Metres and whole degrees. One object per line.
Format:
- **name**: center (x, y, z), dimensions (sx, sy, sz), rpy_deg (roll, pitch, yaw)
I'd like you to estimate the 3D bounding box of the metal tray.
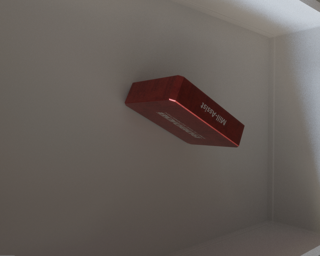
- **metal tray**: center (0.033, -0.016, 0.389), dimensions (0.130, 0.090, 0.030), rpy_deg (31, 71, -37)
